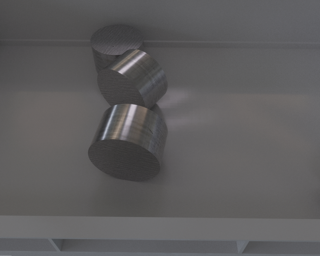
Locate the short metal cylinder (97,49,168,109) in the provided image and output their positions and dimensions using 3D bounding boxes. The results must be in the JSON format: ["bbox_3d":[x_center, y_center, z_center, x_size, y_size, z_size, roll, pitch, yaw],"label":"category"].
[{"bbox_3d":[-0.037,-0.058,0.418,0.080,0.080,0.050,28,56,21],"label":"short metal cylinder"}]

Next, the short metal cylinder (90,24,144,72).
[{"bbox_3d":[-0.065,-0.119,0.489,0.080,0.050,0.080,0,50,0],"label":"short metal cylinder"}]

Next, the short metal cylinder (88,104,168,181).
[{"bbox_3d":[-0.035,0.018,0.354,0.080,0.080,0.050,8,51,6],"label":"short metal cylinder"}]

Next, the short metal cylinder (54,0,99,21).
[{"bbox_3d":[-0.163,-0.252,0.602,0.080,0.050,0.080,0,50,0],"label":"short metal cylinder"}]
